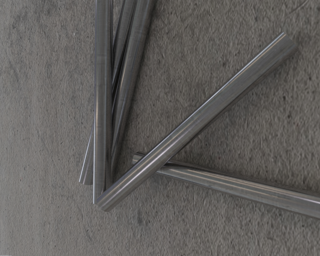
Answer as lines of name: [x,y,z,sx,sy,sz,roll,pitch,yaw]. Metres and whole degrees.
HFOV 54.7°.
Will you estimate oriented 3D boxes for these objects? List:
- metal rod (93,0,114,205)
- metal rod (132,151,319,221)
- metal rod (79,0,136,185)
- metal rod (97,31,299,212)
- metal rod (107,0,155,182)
metal rod: [-0.080,-0.044,0.437,0.025,0.025,0.298,2,91,40]
metal rod: [0.086,0.062,0.334,0.300,0.025,0.025,9,96,39]
metal rod: [-0.078,-0.052,0.469,0.025,0.025,0.298,27,107,37]
metal rod: [0.026,0.008,0.359,0.299,0.025,0.025,-43,64,23]
metal rod: [-0.050,-0.053,0.446,0.025,0.025,0.298,23,105,37]
